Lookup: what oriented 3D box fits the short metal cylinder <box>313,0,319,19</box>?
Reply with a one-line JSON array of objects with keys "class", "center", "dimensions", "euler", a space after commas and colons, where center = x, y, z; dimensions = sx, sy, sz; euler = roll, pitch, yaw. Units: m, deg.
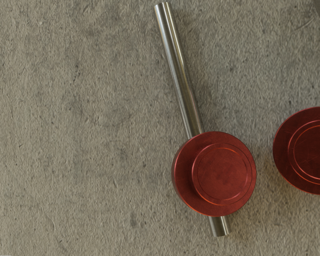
[{"class": "short metal cylinder", "center": [0.195, -0.151, 0.312], "dimensions": [0.080, 0.080, 0.050], "euler": [-21, 83, 18]}]

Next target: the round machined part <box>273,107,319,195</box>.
[{"class": "round machined part", "center": [0.175, 0.025, 0.338], "dimensions": [0.098, 0.042, 0.097], "euler": [0, 90, 19]}]

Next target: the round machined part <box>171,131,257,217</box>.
[{"class": "round machined part", "center": [0.065, 0.052, 0.355], "dimensions": [0.099, 0.042, 0.097], "euler": [1, 83, -9]}]

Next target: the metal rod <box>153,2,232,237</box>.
[{"class": "metal rod", "center": [0.039, -0.015, 0.394], "dimensions": [0.025, 0.025, 0.298], "euler": [-16, 85, 19]}]
